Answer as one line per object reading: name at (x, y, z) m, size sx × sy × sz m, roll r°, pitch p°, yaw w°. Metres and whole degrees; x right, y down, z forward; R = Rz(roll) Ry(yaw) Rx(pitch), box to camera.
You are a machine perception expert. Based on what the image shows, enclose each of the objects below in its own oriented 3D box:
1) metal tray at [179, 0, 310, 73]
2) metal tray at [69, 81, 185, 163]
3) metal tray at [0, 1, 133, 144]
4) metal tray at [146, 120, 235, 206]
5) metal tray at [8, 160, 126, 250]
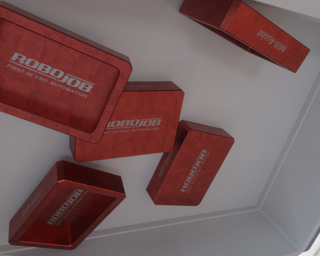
metal tray at (0.096, -0.110, 0.352) m, size 0.131 × 0.090 × 0.030 m, roll 16°, pitch 110°, yaw -35°
metal tray at (-0.040, -0.010, 0.379) m, size 0.131 × 0.030 × 0.089 m, roll -5°, pitch 121°, yaw -27°
metal tray at (-0.103, -0.049, 0.292) m, size 0.131 × 0.030 × 0.089 m, roll 21°, pitch 108°, yaw -16°
metal tray at (0.045, 0.057, 0.468) m, size 0.091 × 0.030 × 0.129 m, roll 12°, pitch 112°, yaw -34°
metal tray at (-0.116, 0.102, 0.386) m, size 0.090 × 0.030 × 0.129 m, roll 24°, pitch 119°, yaw -37°
